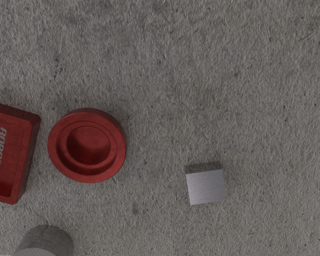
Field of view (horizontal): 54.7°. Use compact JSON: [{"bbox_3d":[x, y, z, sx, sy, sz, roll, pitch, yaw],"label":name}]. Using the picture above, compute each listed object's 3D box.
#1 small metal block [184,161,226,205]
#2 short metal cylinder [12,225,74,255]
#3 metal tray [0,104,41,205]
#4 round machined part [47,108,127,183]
[{"bbox_3d":[0.064,0.078,0.439,0.050,0.025,0.050,-9,110,3],"label":"small metal block"},{"bbox_3d":[-0.177,0.195,0.467,0.081,0.050,0.079,0,110,0],"label":"short metal cylinder"},{"bbox_3d":[-0.222,0.033,0.416,0.091,0.030,0.129,18,109,-7],"label":"metal tray"},{"bbox_3d":[-0.092,0.020,0.407,0.099,0.042,0.097,0,110,0],"label":"round machined part"}]
